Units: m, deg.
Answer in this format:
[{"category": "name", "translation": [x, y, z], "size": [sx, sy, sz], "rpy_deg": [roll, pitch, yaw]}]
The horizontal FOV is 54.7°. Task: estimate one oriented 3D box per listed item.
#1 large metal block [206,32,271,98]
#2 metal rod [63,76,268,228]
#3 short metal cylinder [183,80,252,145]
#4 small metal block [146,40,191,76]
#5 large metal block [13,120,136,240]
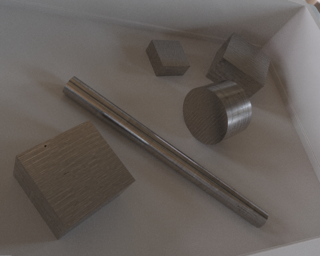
[{"category": "large metal block", "translation": [0.135, -0.104, 0.528], "size": [0.080, 0.050, 0.080], "rpy_deg": [33, 51, -7]}, {"category": "metal rod", "translation": [0.011, 0.033, 0.392], "size": [0.301, 0.025, 0.025], "rpy_deg": [35, 51, -5]}, {"category": "short metal cylinder", "translation": [0.078, -0.022, 0.428], "size": [0.050, 0.080, 0.080], "rpy_deg": [-20, 73, -36]}, {"category": "small metal block", "translation": [0.012, -0.108, 0.480], "size": [0.050, 0.025, 0.050], "rpy_deg": [-8, 66, -32]}, {"category": "large metal block", "translation": [-0.087, 0.050, 0.313], "size": [0.081, 0.050, 0.080], "rpy_deg": [-32, 80, -38]}]
